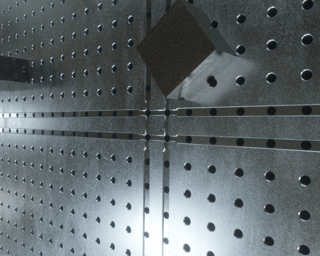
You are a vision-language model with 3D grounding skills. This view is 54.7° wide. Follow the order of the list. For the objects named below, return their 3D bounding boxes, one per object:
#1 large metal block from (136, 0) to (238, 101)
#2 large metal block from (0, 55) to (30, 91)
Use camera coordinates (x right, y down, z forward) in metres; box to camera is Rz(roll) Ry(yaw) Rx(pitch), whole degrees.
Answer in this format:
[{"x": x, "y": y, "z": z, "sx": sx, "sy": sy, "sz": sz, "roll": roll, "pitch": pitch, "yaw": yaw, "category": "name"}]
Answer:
[{"x": 0.030, "y": -0.090, "z": 0.367, "sx": 0.080, "sy": 0.050, "sz": 0.080, "roll": -43, "pitch": 65, "yaw": 31, "category": "large metal block"}, {"x": -0.330, "y": -0.112, "z": 0.642, "sx": 0.080, "sy": 0.081, "sz": 0.050, "roll": -11, "pitch": 83, "yaw": 39, "category": "large metal block"}]
